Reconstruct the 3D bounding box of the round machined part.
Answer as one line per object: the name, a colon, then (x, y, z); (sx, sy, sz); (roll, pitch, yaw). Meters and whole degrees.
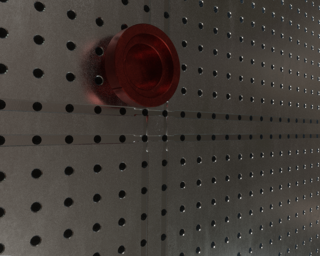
round machined part: (-0.025, -0.073, 0.379); (0.099, 0.042, 0.097); (0, 90, -40)
